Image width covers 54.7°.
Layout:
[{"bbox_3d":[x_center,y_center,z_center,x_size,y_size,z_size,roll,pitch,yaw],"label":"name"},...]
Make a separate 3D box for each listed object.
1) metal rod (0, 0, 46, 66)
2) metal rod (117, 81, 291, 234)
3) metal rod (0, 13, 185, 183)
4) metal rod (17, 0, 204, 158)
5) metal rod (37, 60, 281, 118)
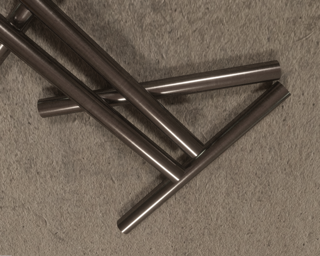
[{"bbox_3d":[-0.151,-0.138,0.356,0.025,0.025,0.299,41,105,-14],"label":"metal rod"},{"bbox_3d":[0.051,0.048,0.428,0.299,0.025,0.025,-43,105,14],"label":"metal rod"},{"bbox_3d":[-0.086,-0.033,0.368,0.300,0.025,0.025,41,105,-14],"label":"metal rod"},{"bbox_3d":[-0.061,-0.069,0.355,0.300,0.025,0.025,42,104,-15],"label":"metal rod"},{"bbox_3d":[-0.003,-0.049,0.391,0.302,0.025,0.025,-9,110,2],"label":"metal rod"}]
